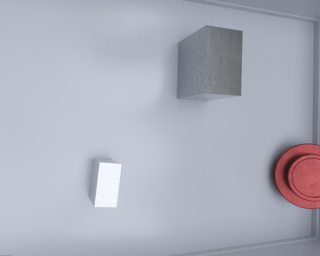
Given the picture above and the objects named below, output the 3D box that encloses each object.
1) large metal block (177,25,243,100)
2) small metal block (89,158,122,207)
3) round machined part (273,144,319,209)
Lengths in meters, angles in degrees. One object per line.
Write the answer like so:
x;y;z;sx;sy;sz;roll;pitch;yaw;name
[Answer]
0.062;-0.080;0.405;0.050;0.080;0.079;2;90;-20;large metal block
-0.067;0.064;0.373;0.025;0.050;0.050;7;88;-20;small metal block
0.223;0.072;0.462;0.098;0.042;0.097;-1;87;12;round machined part
